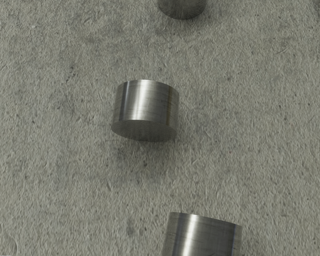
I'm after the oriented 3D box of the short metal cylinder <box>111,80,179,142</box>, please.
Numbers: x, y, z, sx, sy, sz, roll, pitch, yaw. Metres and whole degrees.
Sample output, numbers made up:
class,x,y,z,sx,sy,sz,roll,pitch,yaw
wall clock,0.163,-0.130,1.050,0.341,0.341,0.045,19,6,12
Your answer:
class,x,y,z,sx,sy,sz,roll,pitch,yaw
short metal cylinder,-0.017,-0.019,0.385,0.080,0.080,0.050,5,70,2

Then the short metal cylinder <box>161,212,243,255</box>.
class,x,y,z,sx,sy,sz,roll,pitch,yaw
short metal cylinder,0.045,0.125,0.333,0.080,0.080,0.050,11,71,4

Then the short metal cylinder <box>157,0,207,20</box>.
class,x,y,z,sx,sy,sz,roll,pitch,yaw
short metal cylinder,0.035,-0.215,0.473,0.081,0.050,0.080,0,70,0
